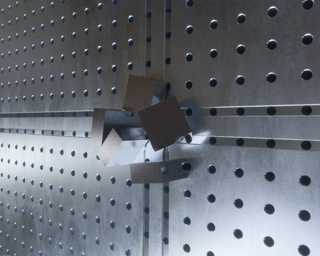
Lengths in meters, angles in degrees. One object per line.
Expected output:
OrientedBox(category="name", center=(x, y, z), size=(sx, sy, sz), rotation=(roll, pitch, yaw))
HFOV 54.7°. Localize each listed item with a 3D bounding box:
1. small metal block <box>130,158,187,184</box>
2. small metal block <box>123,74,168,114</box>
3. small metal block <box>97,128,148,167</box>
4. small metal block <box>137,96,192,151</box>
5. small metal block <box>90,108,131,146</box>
OrientedBox(category="small metal block", center=(-0.001, 0.054, 0.393), size=(0.050, 0.050, 0.025), rotation=(-9, 84, 39))
OrientedBox(category="small metal block", center=(-0.021, -0.043, 0.424), size=(0.050, 0.025, 0.050), rotation=(20, 102, 38))
OrientedBox(category="small metal block", center=(-0.052, 0.026, 0.434), size=(0.025, 0.050, 0.050), rotation=(50, 119, 28))
OrientedBox(category="small metal block", center=(0.006, -0.005, 0.385), size=(0.050, 0.025, 0.050), rotation=(-23, 76, -1))
OrientedBox(category="small metal block", center=(-0.070, -0.002, 0.449), size=(0.025, 0.050, 0.050), rotation=(13, 98, 39))
